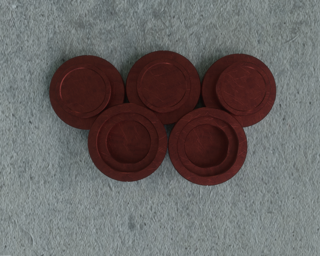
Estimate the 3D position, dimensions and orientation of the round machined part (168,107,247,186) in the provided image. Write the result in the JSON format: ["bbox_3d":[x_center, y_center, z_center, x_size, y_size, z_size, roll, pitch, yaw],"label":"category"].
[{"bbox_3d":[0.059,0.023,0.403,0.099,0.042,0.097,0,90,-1],"label":"round machined part"}]

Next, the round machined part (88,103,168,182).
[{"bbox_3d":[-0.040,0.018,0.402,0.099,0.042,0.097,0,90,-1],"label":"round machined part"}]

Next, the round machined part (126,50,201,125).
[{"bbox_3d":[0.004,-0.053,0.403,0.099,0.042,0.097,0,90,-1],"label":"round machined part"}]

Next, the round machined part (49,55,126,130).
[{"bbox_3d":[-0.095,-0.046,0.401,0.099,0.042,0.097,0,90,-1],"label":"round machined part"}]

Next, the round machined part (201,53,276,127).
[{"bbox_3d":[0.103,-0.049,0.404,0.099,0.042,0.097,0,90,-1],"label":"round machined part"}]
